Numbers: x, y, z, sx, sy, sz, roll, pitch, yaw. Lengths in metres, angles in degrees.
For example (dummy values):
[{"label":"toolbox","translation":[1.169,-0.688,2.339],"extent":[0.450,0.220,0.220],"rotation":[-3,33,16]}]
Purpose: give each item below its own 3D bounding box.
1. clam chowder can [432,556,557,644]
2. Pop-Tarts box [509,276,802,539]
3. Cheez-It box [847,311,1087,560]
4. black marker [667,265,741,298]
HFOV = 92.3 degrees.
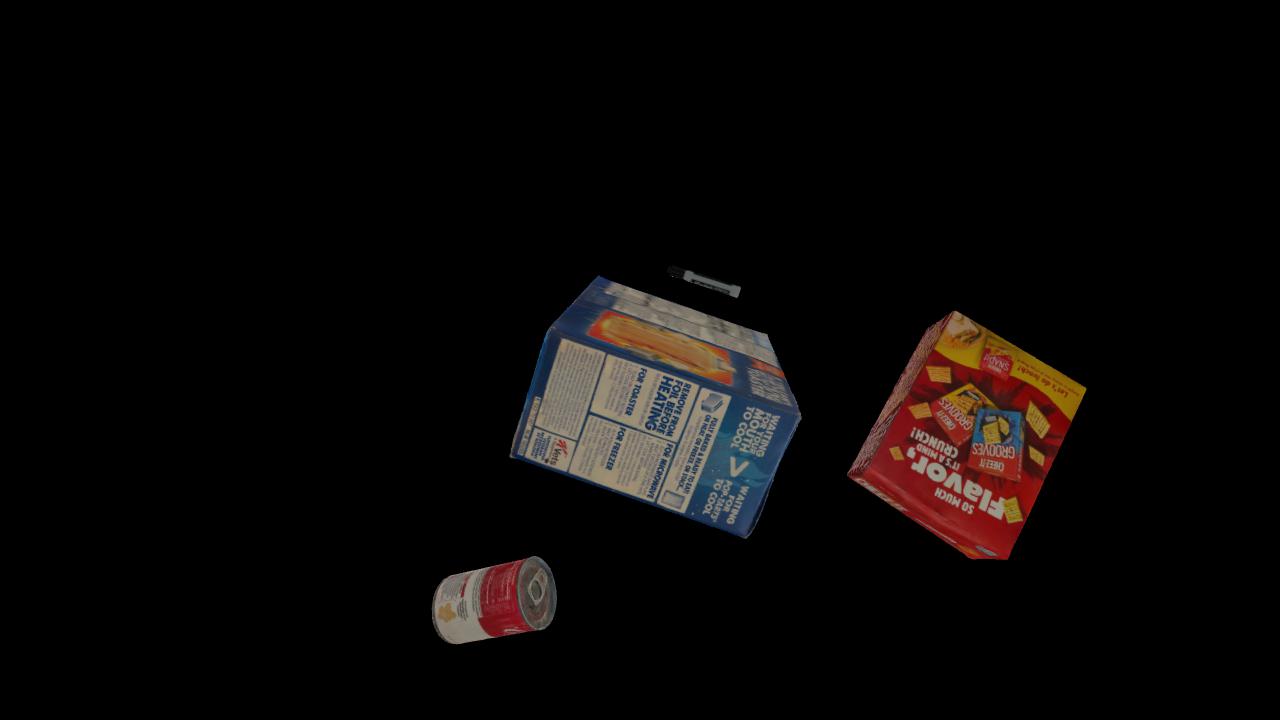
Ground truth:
[{"label":"clam chowder can","translation":[-0.143,0.237,0.604],"extent":[0.102,0.068,0.068],"rotation":[-17,-5,18]},{"label":"Pop-Tarts box","translation":[0.013,0.017,0.402],"extent":[0.141,0.083,0.167],"rotation":[19,18,-1]},{"label":"Cheez-It box","translation":[0.359,0.080,0.680],"extent":[0.166,0.223,0.071],"rotation":[33,-17,7]},{"label":"black marker","translation":[0.102,-0.127,0.987],"extent":[0.121,0.020,0.020],"rotation":[19,1,3]}]
